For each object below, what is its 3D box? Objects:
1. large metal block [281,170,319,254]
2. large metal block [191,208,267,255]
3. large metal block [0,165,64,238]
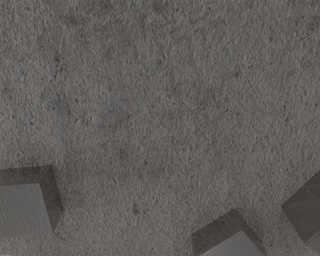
[{"bbox_3d":[0.227,0.117,0.425,0.050,0.080,0.080,36,106,-12],"label":"large metal block"},{"bbox_3d":[0.105,0.183,0.465,0.080,0.050,0.080,-36,106,12],"label":"large metal block"},{"bbox_3d":[-0.190,0.102,0.432,0.080,0.050,0.079,-5,110,2],"label":"large metal block"}]
